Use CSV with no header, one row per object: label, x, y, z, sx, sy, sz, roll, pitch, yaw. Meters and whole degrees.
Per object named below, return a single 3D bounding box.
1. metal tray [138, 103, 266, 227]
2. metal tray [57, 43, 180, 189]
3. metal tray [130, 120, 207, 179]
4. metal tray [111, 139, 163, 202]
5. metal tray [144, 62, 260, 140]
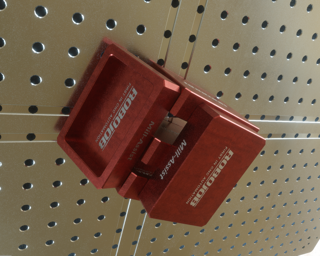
metal tray,0.047,0.046,0.344,0.090,0.030,0.129,23,106,-36
metal tray,-0.049,-0.012,0.331,0.030,0.090,0.129,12,114,-57
metal tray,0.018,0.022,0.391,0.131,0.090,0.030,21,106,-37
metal tray,-0.007,0.060,0.401,0.131,0.090,0.030,23,106,-37
metal tray,0.050,-0.027,0.378,0.131,0.090,0.030,22,107,-36
